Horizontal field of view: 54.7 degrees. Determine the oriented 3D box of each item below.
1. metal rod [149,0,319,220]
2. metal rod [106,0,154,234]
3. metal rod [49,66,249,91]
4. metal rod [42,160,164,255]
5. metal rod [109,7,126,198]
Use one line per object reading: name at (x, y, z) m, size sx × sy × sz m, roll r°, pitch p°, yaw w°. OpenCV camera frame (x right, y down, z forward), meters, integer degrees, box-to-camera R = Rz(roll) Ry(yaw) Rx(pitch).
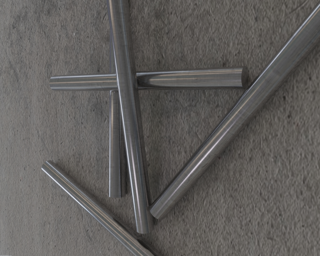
metal rod at (0.075, 0.001, 0.342) m, size 0.025 × 0.025 × 0.298 m, roll 51°, pitch 119°, yaw 28°
metal rod at (-0.035, -0.007, 0.392) m, size 0.025 × 0.025 × 0.298 m, roll 4°, pitch 106°, yaw 40°
metal rod at (-0.037, -0.062, 0.409) m, size 0.300 × 0.025 × 0.025 m, roll 4°, pitch 93°, yaw 32°
metal rod at (-0.101, 0.127, 0.488) m, size 0.300 × 0.025 × 0.025 m, roll 28°, pitch 107°, yaw 36°
metal rod at (-0.062, -0.049, 0.456) m, size 0.025 × 0.025 × 0.298 m, roll 1°, pitch 90°, yaw 40°
